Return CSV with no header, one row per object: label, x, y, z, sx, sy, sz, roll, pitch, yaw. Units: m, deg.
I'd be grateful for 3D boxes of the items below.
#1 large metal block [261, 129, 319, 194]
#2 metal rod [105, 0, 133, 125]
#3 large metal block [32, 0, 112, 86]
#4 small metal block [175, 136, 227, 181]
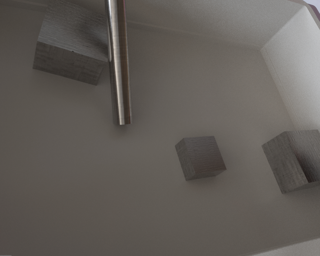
large metal block,0.218,0.050,0.479,0.081,0.050,0.080,-2,63,-30
metal rod,-0.053,-0.153,0.368,0.025,0.025,0.298,-8,99,-32
large metal block,-0.110,-0.110,0.398,0.081,0.050,0.080,14,56,-21
small metal block,0.054,0.039,0.412,0.050,0.025,0.050,-3,63,-30
